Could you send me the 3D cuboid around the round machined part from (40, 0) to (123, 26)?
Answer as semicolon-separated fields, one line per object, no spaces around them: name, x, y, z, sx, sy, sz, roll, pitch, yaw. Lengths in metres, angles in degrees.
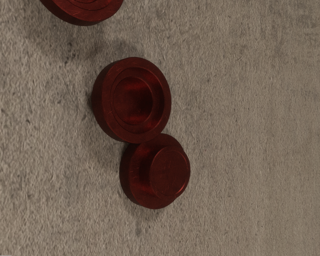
round machined part;-0.088;-0.155;0.321;0.099;0.042;0.097;0;90;-40

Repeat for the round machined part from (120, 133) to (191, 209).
round machined part;0.001;0.055;0.397;0.099;0.042;0.097;0;90;-40

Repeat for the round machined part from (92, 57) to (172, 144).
round machined part;-0.036;-0.031;0.365;0.099;0.042;0.097;0;90;-40
